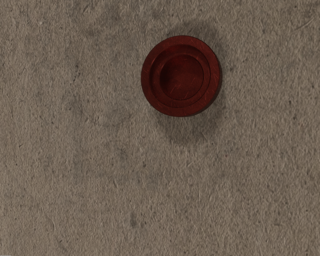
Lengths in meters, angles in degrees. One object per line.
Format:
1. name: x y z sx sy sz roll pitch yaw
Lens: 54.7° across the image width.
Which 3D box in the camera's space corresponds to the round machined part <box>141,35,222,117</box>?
1. round machined part: 0.029 -0.062 0.389 0.098 0.042 0.097 0 90 19
